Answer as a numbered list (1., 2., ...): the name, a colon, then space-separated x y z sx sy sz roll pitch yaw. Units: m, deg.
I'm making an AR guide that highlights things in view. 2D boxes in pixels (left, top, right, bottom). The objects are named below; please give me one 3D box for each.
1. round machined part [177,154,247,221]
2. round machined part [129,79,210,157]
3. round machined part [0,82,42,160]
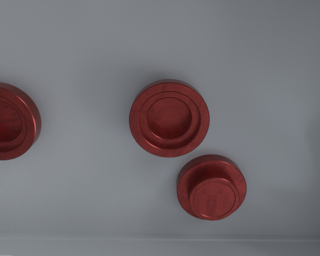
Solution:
1. round machined part: 0.073 0.090 0.436 0.099 0.042 0.097 0 110 0
2. round machined part: 0.011 -0.015 0.397 0.099 0.042 0.097 0 110 0
3. round machined part: -0.201 -0.011 0.396 0.099 0.042 0.097 0 110 0
